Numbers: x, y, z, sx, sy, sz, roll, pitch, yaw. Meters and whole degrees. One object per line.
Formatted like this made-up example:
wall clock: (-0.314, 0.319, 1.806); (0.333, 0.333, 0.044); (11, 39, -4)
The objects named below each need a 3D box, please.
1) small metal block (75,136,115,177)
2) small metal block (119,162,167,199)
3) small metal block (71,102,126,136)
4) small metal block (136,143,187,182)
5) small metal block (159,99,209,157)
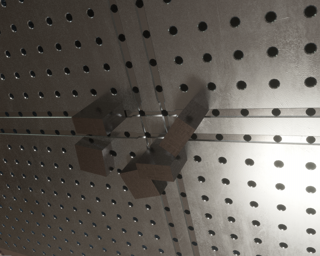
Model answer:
small metal block: (-0.103, 0.045, 0.491); (0.050, 0.025, 0.050); (10, 123, 22)
small metal block: (-0.025, 0.078, 0.471); (0.050, 0.025, 0.050); (-17, 110, 34)
small metal block: (-0.084, -0.014, 0.429); (0.050, 0.050, 0.025); (4, 120, 26)
small metal block: (0.003, 0.046, 0.420); (0.050, 0.050, 0.025); (1, 119, 27)
small metal block: (0.030, 0.000, 0.378); (0.025, 0.050, 0.050); (35, 129, 5)
